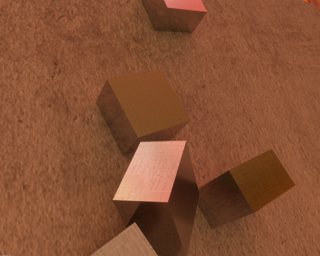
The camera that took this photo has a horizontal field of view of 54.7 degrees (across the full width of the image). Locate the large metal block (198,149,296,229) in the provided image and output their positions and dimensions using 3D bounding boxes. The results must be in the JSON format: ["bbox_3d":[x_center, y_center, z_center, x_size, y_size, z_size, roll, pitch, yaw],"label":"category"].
[{"bbox_3d":[0.100,0.075,0.379,0.081,0.080,0.050,-18,71,-35],"label":"large metal block"}]

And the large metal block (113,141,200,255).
[{"bbox_3d":[0.002,0.069,0.312,0.050,0.080,0.080,-3,36,20],"label":"large metal block"}]

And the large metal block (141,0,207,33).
[{"bbox_3d":[0.021,-0.213,0.532,0.081,0.050,0.080,-8,66,-32],"label":"large metal block"}]

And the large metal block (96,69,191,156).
[{"bbox_3d":[-0.022,-0.022,0.391,0.081,0.050,0.080,-18,72,-35],"label":"large metal block"}]

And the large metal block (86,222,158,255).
[{"bbox_3d":[-0.027,0.134,0.268,0.050,0.080,0.080,-32,80,-26],"label":"large metal block"}]
